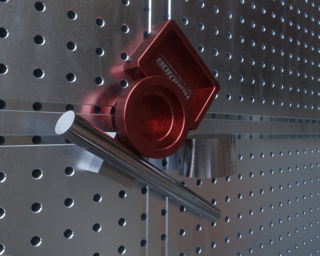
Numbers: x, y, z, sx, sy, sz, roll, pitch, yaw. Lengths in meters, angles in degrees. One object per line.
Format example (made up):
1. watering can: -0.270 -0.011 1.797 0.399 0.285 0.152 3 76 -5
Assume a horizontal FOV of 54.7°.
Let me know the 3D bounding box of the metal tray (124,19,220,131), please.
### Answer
1. metal tray: 0.023 -0.069 0.426 0.130 0.030 0.090 47 61 -30

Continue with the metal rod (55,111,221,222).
1. metal rod: -0.001 0.065 0.384 0.301 0.025 0.025 39 66 -43

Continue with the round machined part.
1. round machined part: -0.013 -0.012 0.379 0.099 0.042 0.097 0 90 -38

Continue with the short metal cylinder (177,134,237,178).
1. short metal cylinder: 0.064 0.036 0.428 0.081 0.080 0.050 -5 94 -40

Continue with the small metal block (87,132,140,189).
1. small metal block: -0.050 0.039 0.369 0.050 0.025 0.050 35 68 -35
